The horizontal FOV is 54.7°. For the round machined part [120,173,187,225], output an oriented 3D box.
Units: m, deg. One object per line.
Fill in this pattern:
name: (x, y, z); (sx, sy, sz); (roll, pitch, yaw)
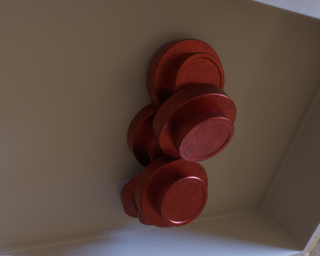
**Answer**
round machined part: (-0.003, 0.101, 0.439); (0.099, 0.042, 0.097); (-15, 139, -13)

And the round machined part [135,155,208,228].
round machined part: (0.021, 0.084, 0.393); (0.099, 0.042, 0.097); (-10, 112, -26)

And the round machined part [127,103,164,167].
round machined part: (0.010, 0.015, 0.410); (0.099, 0.042, 0.097); (-14, 123, -21)

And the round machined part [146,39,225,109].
round machined part: (0.037, -0.056, 0.367); (0.099, 0.042, 0.097); (-7, 106, -27)

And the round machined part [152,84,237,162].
round machined part: (0.044, 0.001, 0.354); (0.099, 0.042, 0.097); (-15, 137, -15)
